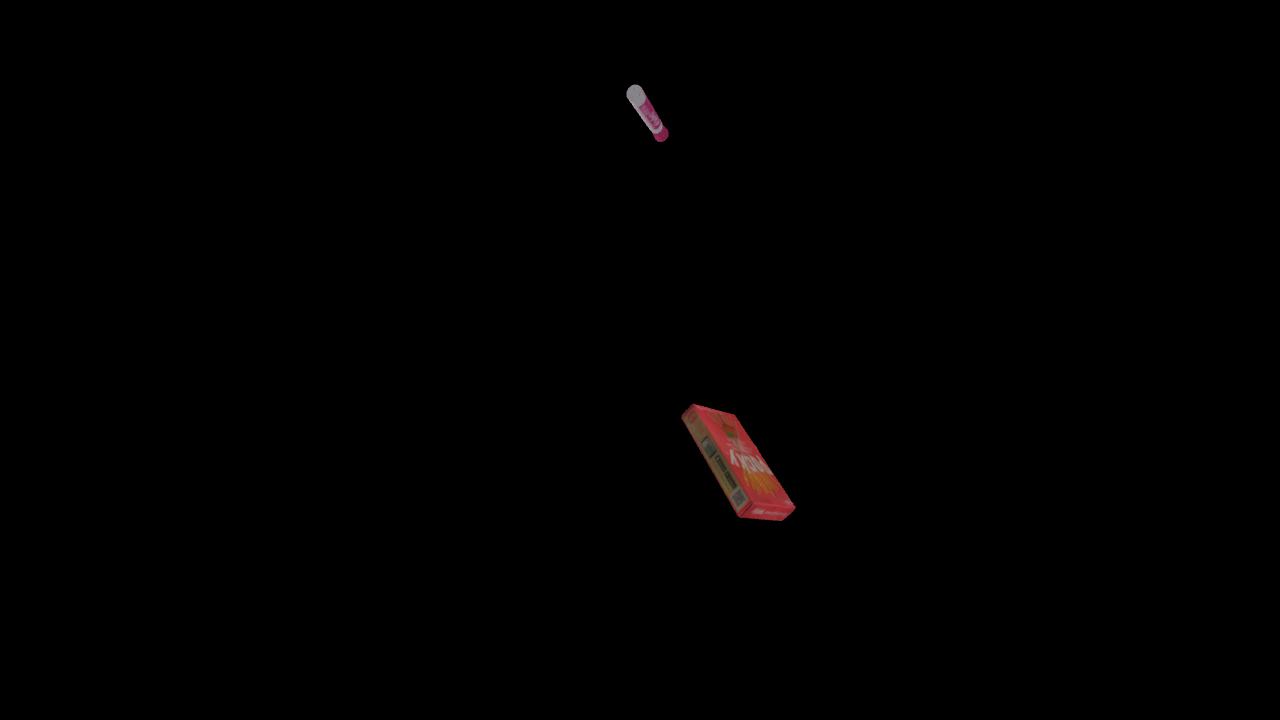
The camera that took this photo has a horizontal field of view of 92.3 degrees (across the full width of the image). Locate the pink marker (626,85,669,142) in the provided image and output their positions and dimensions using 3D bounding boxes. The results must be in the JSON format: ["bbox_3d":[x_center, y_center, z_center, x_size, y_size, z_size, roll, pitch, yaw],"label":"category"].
[{"bbox_3d":[0.011,-0.287,0.726,0.020,0.020,0.121,0,-3,17],"label":"pink marker"}]

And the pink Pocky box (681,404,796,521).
[{"bbox_3d":[0.116,0.121,0.739,0.084,0.029,0.155,17,32,-40],"label":"pink Pocky box"}]
